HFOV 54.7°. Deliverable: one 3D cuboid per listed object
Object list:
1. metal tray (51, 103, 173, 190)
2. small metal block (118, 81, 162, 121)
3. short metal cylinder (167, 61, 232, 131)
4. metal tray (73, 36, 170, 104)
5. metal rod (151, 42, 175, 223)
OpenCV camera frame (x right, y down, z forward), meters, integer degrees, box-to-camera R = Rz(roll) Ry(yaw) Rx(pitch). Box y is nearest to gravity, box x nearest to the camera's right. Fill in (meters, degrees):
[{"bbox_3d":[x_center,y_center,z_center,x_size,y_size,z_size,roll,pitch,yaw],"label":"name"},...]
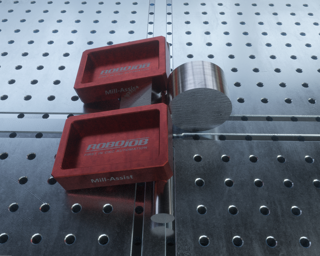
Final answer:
[{"bbox_3d":[-0.052,0.021,0.364,0.131,0.030,0.090,-8,50,9],"label":"metal tray"},{"bbox_3d":[-0.026,-0.029,0.413,0.050,0.025,0.050,-21,45,24],"label":"small metal block"},{"bbox_3d":[0.049,-0.040,0.401,0.081,0.080,0.050,0,50,0],"label":"short metal cylinder"},{"bbox_3d":[-0.053,-0.086,0.454,0.131,0.030,0.090,-8,49,9],"label":"metal tray"},{"bbox_3d":[0.004,-0.020,0.419,0.025,0.025,0.300,0,50,0],"label":"metal rod"}]
